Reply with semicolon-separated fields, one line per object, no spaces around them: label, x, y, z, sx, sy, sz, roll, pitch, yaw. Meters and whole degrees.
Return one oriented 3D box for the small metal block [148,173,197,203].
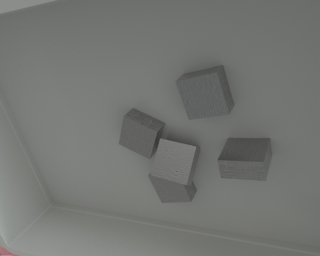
small metal block;0.019;0.080;0.448;0.050;0.025;0.050;-12;113;33

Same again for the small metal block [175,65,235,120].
small metal block;0.052;-0.040;0.356;0.050;0.025;0.050;-8;115;31

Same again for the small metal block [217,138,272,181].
small metal block;0.100;0.035;0.361;0.050;0.050;0.025;-1;118;28

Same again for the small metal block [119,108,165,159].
small metal block;-0.026;0.008;0.427;0.050;0.025;0.050;25;127;12

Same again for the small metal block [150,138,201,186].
small metal block;0.021;0.045;0.408;0.050;0.025;0.050;12;83;21
